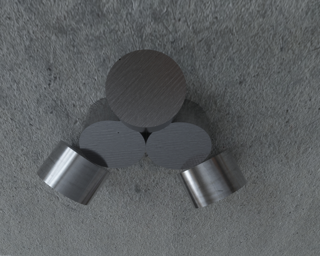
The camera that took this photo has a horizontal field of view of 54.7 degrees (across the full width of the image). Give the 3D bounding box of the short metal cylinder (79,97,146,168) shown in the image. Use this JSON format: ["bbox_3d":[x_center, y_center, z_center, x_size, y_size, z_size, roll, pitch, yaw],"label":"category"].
[{"bbox_3d":[-0.058,0.006,0.396,0.081,0.050,0.079,0,130,0],"label":"short metal cylinder"}]

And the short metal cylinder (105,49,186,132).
[{"bbox_3d":[-0.015,-0.037,0.333,0.081,0.080,0.050,1,173,-1],"label":"short metal cylinder"}]

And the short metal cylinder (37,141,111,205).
[{"bbox_3d":[-0.113,0.059,0.413,0.080,0.080,0.050,39,80,-28],"label":"short metal cylinder"}]

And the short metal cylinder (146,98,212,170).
[{"bbox_3d":[0.023,0.008,0.399,0.081,0.050,0.079,0,130,0],"label":"short metal cylinder"}]

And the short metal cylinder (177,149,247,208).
[{"bbox_3d":[0.070,0.068,0.423,0.080,0.080,0.050,-30,83,23],"label":"short metal cylinder"}]
